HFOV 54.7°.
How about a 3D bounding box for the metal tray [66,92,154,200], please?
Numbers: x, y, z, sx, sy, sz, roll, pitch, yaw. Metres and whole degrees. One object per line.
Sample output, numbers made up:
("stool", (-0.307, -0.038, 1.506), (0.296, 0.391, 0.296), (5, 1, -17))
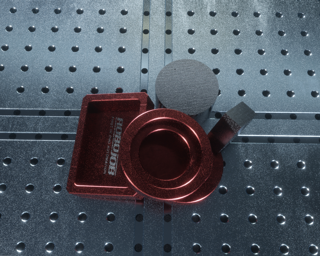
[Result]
("metal tray", (-0.059, 0.021, 0.389), (0.090, 0.030, 0.130), (-1, 69, 15))

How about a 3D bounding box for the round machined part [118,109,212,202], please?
("round machined part", (0.003, 0.031, 0.341), (0.099, 0.042, 0.098), (3, 71, -10))

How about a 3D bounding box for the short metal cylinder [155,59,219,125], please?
("short metal cylinder", (0.034, -0.045, 0.415), (0.081, 0.050, 0.080), (0, 70, 0))

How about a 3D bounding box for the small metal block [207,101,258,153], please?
("small metal block", (0.089, -0.001, 0.390), (0.025, 0.050, 0.050), (45, 41, 14))

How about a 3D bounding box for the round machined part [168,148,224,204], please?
("round machined part", (0.030, 0.044, 0.386), (0.099, 0.042, 0.098), (0, 70, -1))
